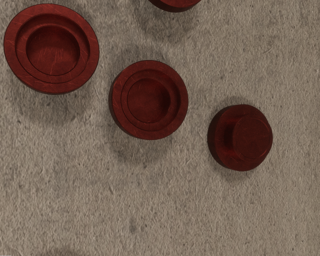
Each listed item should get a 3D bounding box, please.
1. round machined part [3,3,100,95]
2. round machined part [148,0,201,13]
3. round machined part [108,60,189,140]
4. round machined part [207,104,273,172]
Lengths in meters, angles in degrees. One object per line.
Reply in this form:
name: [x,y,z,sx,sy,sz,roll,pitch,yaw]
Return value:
round machined part: [-0.122,-0.086,0.355,0.099,0.042,0.097,0,90,-21]
round machined part: [0.014,-0.200,0.406,0.099,0.042,0.097,0,90,-21]
round machined part: [-0.017,-0.034,0.395,0.099,0.042,0.097,0,90,-20]
round machined part: [0.122,0.014,0.447,0.099,0.042,0.097,0,90,-21]
